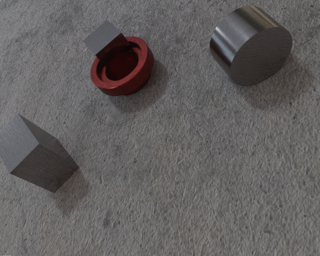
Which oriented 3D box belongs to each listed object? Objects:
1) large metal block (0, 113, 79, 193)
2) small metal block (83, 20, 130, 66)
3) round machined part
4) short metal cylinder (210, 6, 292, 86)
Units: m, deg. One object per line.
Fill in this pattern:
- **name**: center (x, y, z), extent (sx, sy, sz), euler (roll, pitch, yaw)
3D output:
- **large metal block**: center (-0.174, 0.036, 0.435), extent (0.050, 0.080, 0.080), euler (-47, 52, -5)
- **small metal block**: center (-0.082, -0.130, 0.471), extent (0.050, 0.025, 0.050), euler (-41, 51, -1)
- **round machined part**: center (-0.053, -0.089, 0.473), extent (0.098, 0.042, 0.098), euler (-13, 56, 20)
- **short metal cylinder**: center (0.107, -0.097, 0.371), extent (0.080, 0.080, 0.050), euler (-33, 52, 7)
